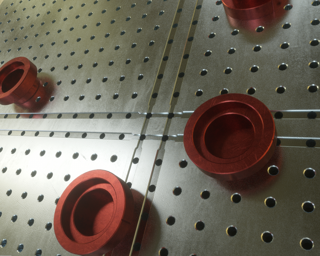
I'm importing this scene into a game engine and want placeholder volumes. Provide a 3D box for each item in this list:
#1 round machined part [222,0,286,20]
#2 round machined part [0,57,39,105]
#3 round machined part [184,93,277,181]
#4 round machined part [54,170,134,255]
[{"bbox_3d":[0.137,-0.210,0.454,0.098,0.042,0.098,-13,56,20],"label":"round machined part"},{"bbox_3d":[-0.271,-0.084,0.588,0.098,0.042,0.098,-13,56,20],"label":"round machined part"},{"bbox_3d":[0.080,0.013,0.347,0.098,0.042,0.098,-13,56,20],"label":"round machined part"},{"bbox_3d":[-0.074,0.103,0.371,0.098,0.042,0.098,-13,56,20],"label":"round machined part"}]
